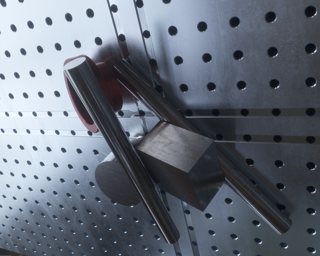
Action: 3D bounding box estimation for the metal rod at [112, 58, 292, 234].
[{"bbox_3d":[0.054,0.025,0.397,0.300,0.025,0.025,44,129,-3],"label":"metal rod"}]

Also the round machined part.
[{"bbox_3d":[-0.082,-0.046,0.396,0.098,0.042,0.097,41,144,40],"label":"round machined part"}]

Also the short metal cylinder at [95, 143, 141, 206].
[{"bbox_3d":[-0.049,0.069,0.461,0.080,0.050,0.079,13,124,20],"label":"short metal cylinder"}]

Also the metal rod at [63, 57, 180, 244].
[{"bbox_3d":[-0.033,0.050,0.388,0.025,0.025,0.299,-3,128,29],"label":"metal rod"}]

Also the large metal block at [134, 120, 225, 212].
[{"bbox_3d":[0.026,0.046,0.380,0.080,0.050,0.080,21,147,38],"label":"large metal block"}]
